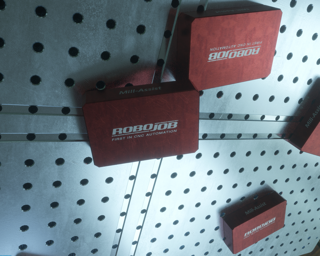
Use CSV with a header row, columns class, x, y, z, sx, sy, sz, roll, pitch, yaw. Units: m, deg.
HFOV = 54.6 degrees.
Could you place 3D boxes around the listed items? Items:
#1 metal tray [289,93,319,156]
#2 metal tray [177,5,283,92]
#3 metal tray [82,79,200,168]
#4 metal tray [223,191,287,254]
class,x,y,z,sx,sy,sz,roll,pitch,yaw
metal tray,0.305,-0.013,0.565,0.091,0.030,0.129,14,111,-34
metal tray,0.087,-0.102,0.392,0.131,0.030,0.089,-14,124,-21
metal tray,-0.020,-0.005,0.373,0.131,0.030,0.089,-8,123,-7
metal tray,0.194,0.193,0.632,0.131,0.030,0.090,-22,127,-15
